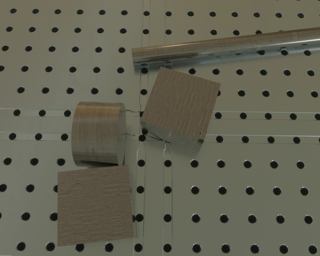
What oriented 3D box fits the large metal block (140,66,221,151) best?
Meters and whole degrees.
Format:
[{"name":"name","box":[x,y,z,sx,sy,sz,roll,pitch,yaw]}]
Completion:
[{"name":"large metal block","box":[0.027,-0.024,0.408,0.080,0.050,0.080,17,71,6]}]

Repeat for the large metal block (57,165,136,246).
[{"name":"large metal block","box":[-0.072,0.092,0.364,0.081,0.050,0.080,-6,70,-3]}]

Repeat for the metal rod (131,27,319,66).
[{"name":"metal rod","box":[0.110,-0.122,0.457,0.302,0.025,0.025,-7,70,-3]}]

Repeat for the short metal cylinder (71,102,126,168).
[{"name":"short metal cylinder","box":[-0.071,0.008,0.379,0.050,0.080,0.080,2,70,0]}]
